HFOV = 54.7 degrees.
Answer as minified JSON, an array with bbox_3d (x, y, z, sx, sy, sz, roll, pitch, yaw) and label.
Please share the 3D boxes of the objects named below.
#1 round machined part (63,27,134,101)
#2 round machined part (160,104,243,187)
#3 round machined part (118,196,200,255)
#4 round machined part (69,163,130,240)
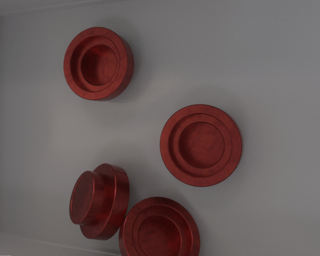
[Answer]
[{"bbox_3d":[-0.080,-0.085,0.430,0.098,0.042,0.097,0,90,20],"label":"round machined part"},{"bbox_3d":[0.053,0.021,0.383,0.098,0.042,0.097,0,90,20],"label":"round machined part"},{"bbox_3d":[-0.004,0.139,0.383,0.098,0.099,0.042,48,140,13],"label":"round machined part"},{"bbox_3d":[-0.084,0.093,0.404,0.098,0.042,0.098,-31,48,43],"label":"round machined part"}]
